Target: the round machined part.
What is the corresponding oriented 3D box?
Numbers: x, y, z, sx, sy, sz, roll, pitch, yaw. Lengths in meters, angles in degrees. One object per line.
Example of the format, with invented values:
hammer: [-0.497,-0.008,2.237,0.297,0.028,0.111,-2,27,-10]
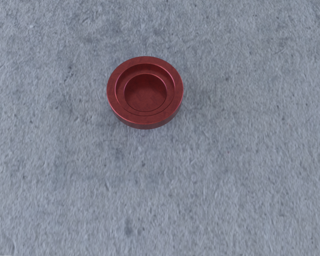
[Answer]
round machined part: [-0.019,-0.043,0.415,0.099,0.042,0.098,0,70,-1]
